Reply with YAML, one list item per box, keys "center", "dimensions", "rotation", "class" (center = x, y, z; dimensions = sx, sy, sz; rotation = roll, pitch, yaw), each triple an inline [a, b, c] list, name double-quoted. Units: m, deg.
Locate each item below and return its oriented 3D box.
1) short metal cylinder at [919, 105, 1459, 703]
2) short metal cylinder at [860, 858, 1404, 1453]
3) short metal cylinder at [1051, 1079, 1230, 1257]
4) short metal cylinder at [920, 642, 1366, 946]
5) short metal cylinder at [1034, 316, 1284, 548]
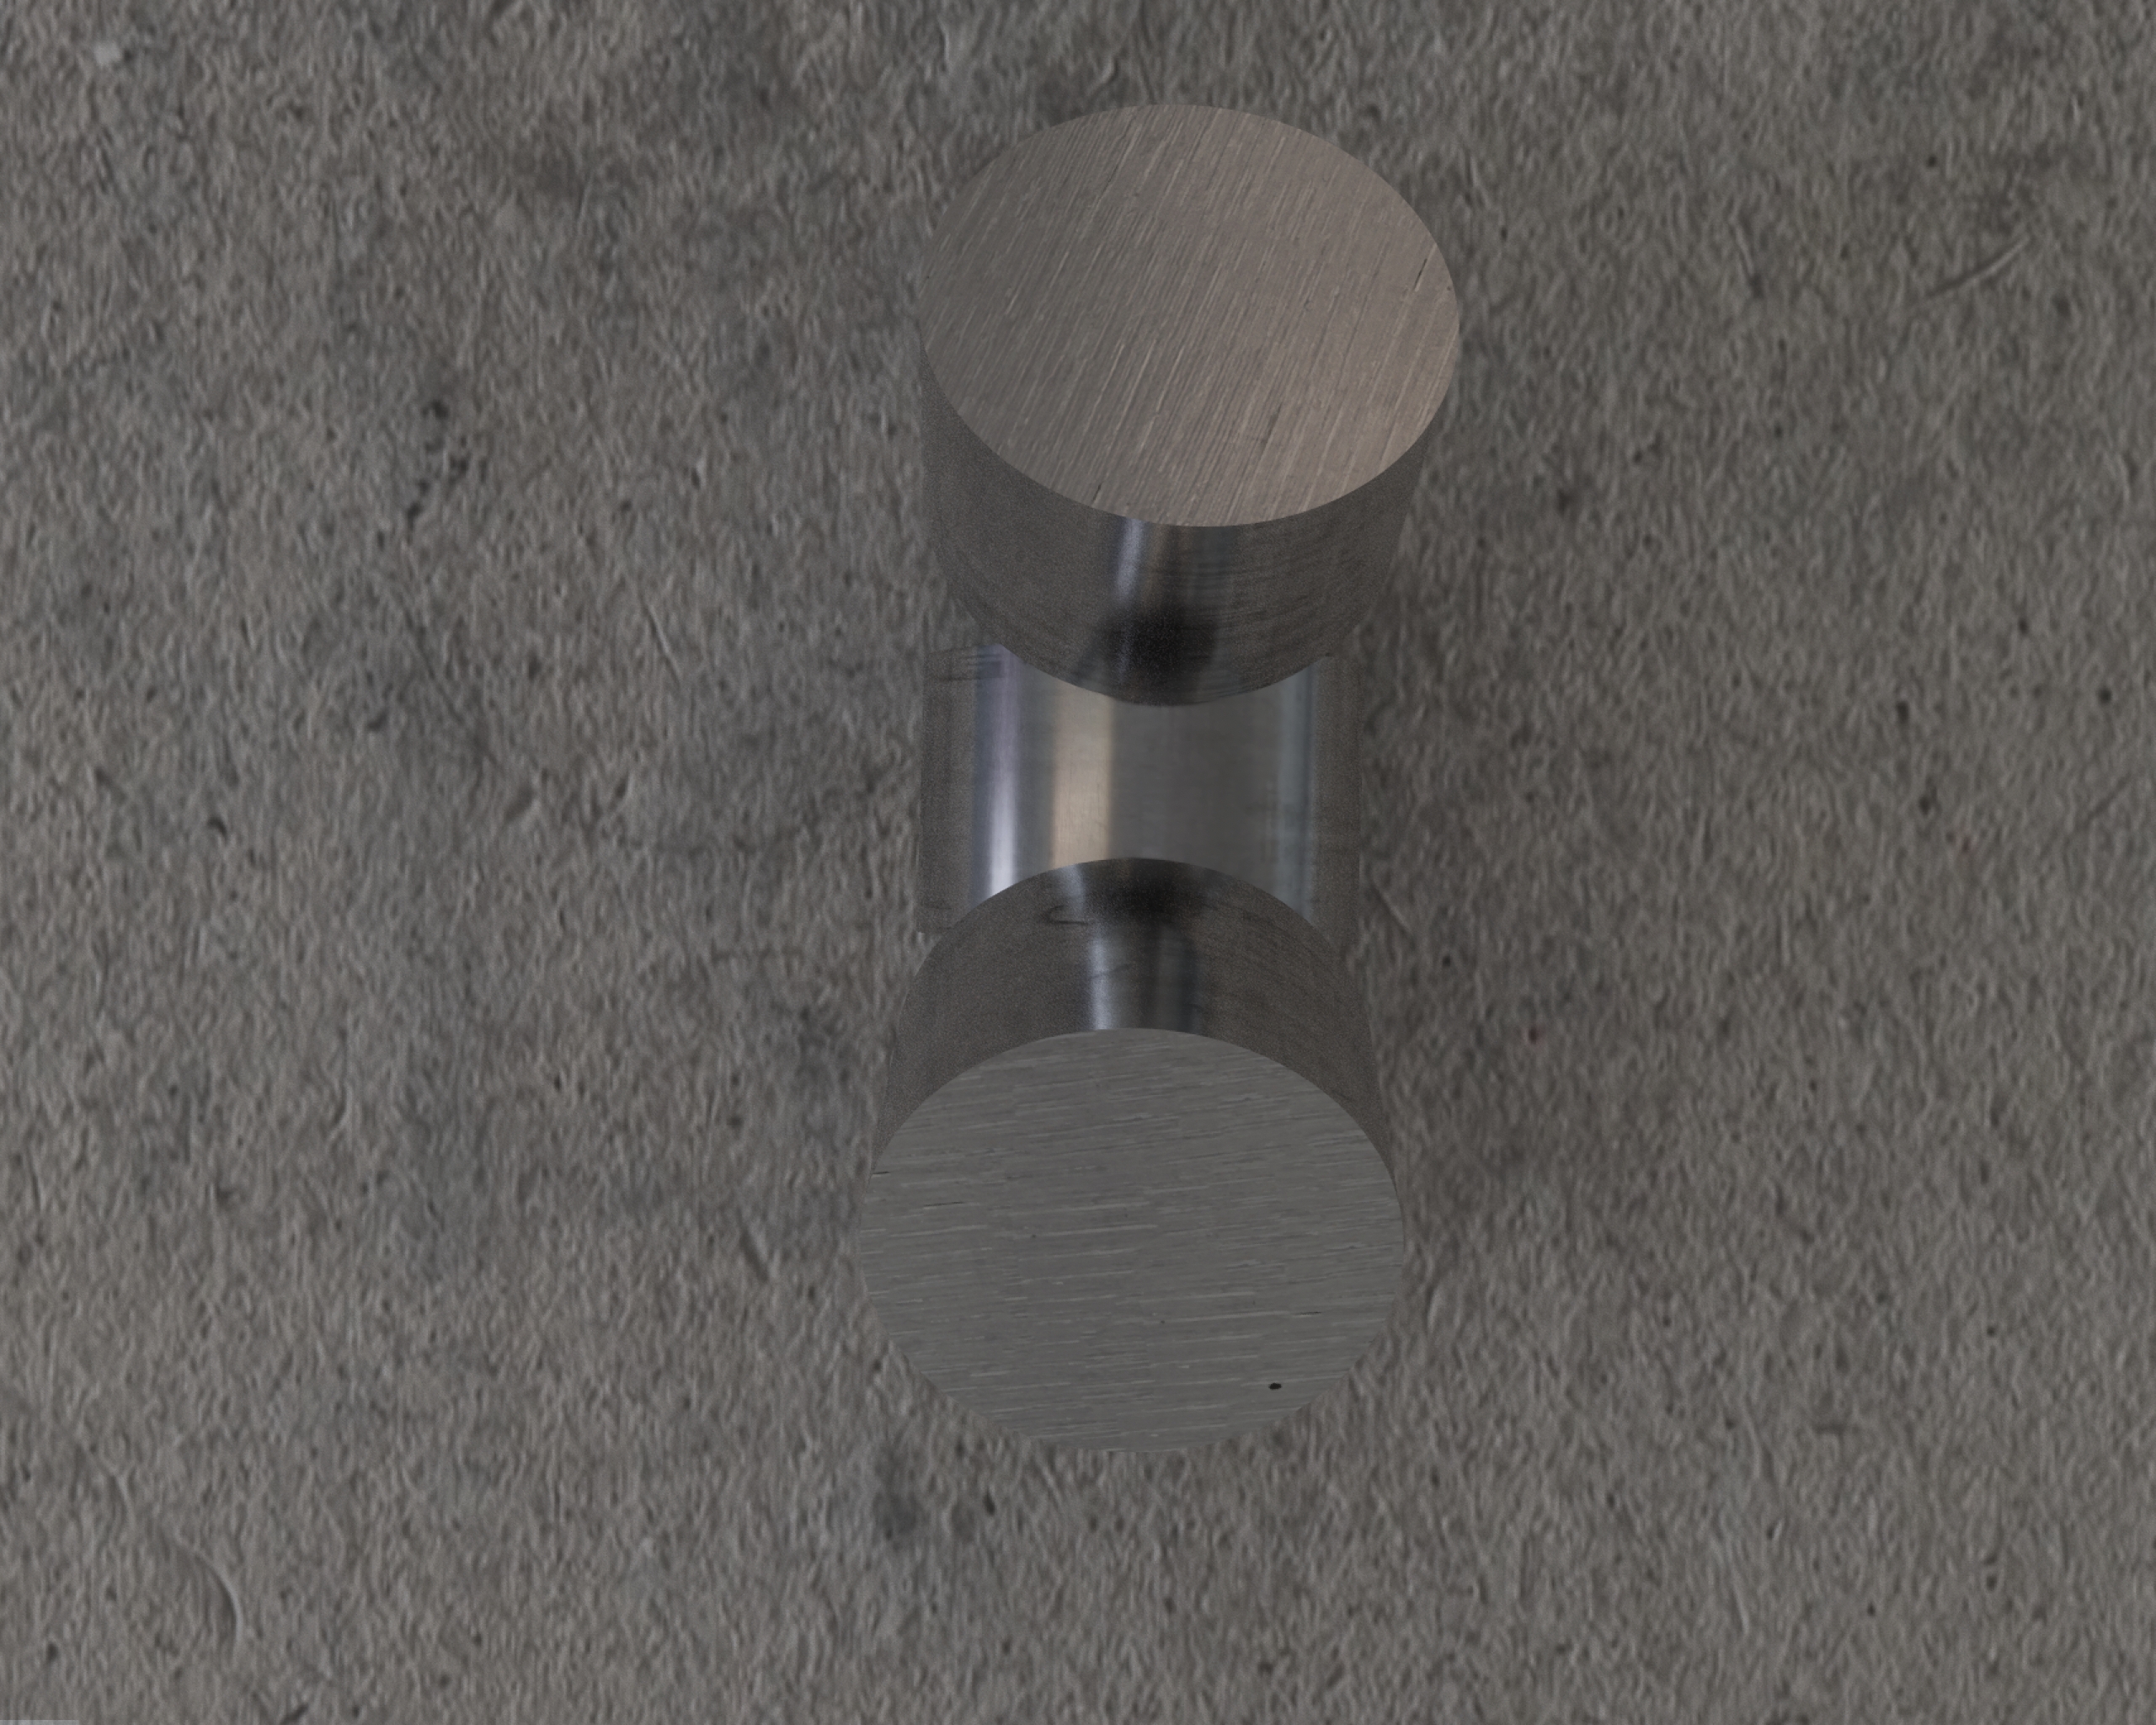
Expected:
- center: [0.016, -0.072, 0.333]
  dimensions: [0.081, 0.050, 0.080]
  rotation: [1, 64, -3]
  class: "short metal cylinder"
- center: [0.009, 0.046, 0.332]
  dimensions: [0.080, 0.050, 0.079]
  rotation: [1, 118, 1]
  class: "short metal cylinder"
- center: [0.010, 0.058, 0.397]
  dimensions: [0.081, 0.050, 0.080]
  rotation: [0, 90, 0]
  class: "short metal cylinder"
- center: [0.011, -0.011, 0.382]
  dimensions: [0.081, 0.080, 0.050]
  rotation: [2, 90, 0]
  class: "short metal cylinder"
- center: [0.012, -0.077, 0.397]
  dimensions: [0.081, 0.050, 0.080]
  rotation: [0, 90, 0]
  class: "short metal cylinder"
